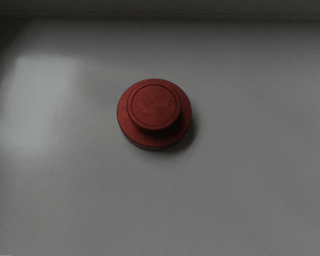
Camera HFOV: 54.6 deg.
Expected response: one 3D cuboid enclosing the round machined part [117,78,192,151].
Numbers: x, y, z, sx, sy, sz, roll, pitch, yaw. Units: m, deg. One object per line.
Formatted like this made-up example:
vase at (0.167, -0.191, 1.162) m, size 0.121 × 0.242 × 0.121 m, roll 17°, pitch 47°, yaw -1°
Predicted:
round machined part at (-0.007, -0.022, 0.406) m, size 0.099 × 0.042 × 0.098 m, roll 0°, pitch 70°, yaw 0°
